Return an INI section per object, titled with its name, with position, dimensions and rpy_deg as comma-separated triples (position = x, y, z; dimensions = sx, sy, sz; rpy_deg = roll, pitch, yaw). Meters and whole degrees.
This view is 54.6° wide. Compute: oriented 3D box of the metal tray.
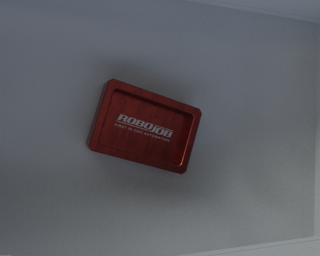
[metal tray]
position = -0.019, 0.000, 0.400
dimensions = 0.131, 0.030, 0.090
rpy_deg = 18, 84, -19
